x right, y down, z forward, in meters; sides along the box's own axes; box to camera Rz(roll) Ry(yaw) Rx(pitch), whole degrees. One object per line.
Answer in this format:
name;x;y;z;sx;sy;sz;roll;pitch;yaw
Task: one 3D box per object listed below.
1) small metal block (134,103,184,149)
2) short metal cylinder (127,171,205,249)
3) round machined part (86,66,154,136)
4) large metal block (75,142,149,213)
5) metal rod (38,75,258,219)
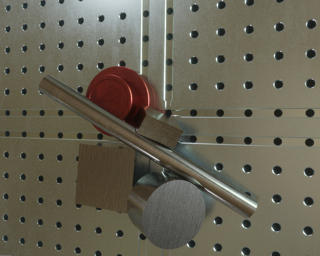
small metal block;-0.003;-0.003;0.389;0.050;0.050;0.025;24;103;-17
short metal cylinder;0.007;0.097;0.373;0.081;0.050;0.079;-2;94;-25
round machined part;-0.061;-0.036;0.424;0.098;0.042;0.097;0;90;19
large metal block;-0.063;0.063;0.418;0.080;0.050;0.079;5;92;19
metal rod;-0.017;0.021;0.383;0.301;0.025;0.025;31;100;4
